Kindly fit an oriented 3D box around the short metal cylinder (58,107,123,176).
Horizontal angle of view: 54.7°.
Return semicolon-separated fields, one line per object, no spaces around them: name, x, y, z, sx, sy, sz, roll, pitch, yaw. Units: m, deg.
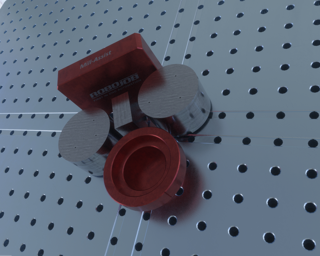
short metal cylinder;-0.089;0.019;0.422;0.080;0.050;0.080;-13;56;21

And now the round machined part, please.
round machined part;-0.014;0.051;0.368;0.098;0.042;0.098;-13;56;21

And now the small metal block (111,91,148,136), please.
small metal block;-0.039;-0.012;0.414;0.025;0.050;0.050;-23;53;15

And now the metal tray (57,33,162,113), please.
metal tray;-0.065;-0.068;0.436;0.130;0.090;0.030;-22;54;16

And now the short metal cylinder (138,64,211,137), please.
short metal cylinder;0.019;-0.035;0.399;0.080;0.050;0.080;-13;56;21
